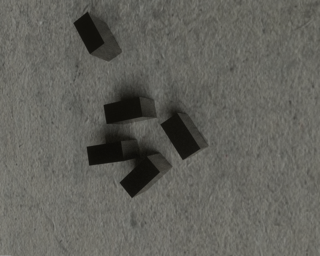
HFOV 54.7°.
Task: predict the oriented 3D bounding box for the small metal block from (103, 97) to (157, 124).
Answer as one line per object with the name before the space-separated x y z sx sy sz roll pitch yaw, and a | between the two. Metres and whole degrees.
small metal block | -0.038 -0.022 0.408 0.050 0.050 0.025 -11 87 19

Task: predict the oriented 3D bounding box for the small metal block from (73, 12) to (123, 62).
small metal block | -0.084 -0.123 0.424 0.025 0.050 0.050 -32 80 17

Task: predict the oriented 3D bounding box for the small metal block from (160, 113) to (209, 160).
small metal block | 0.032 0.010 0.384 0.025 0.050 0.050 -35 79 16

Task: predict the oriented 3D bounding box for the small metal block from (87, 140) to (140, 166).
small metal block | -0.062 0.032 0.416 0.050 0.050 0.025 -9 87 19

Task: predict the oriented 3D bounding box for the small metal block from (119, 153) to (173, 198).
small metal block | -0.017 0.060 0.401 0.050 0.050 0.025 -45 77 14
